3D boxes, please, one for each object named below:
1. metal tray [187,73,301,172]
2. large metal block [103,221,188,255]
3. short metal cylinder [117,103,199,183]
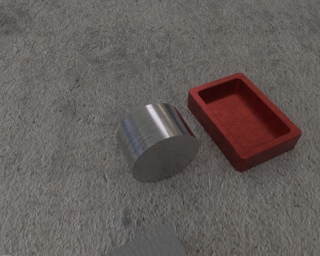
[{"bbox_3d":[0.106,-0.014,0.411,0.091,0.030,0.130,-20,53,-17],"label":"metal tray"},{"bbox_3d":[-0.009,0.143,0.267,0.081,0.050,0.080,-22,54,-18],"label":"large metal block"},{"bbox_3d":[-0.003,0.018,0.353,0.081,0.080,0.050,-19,53,-15],"label":"short metal cylinder"}]
